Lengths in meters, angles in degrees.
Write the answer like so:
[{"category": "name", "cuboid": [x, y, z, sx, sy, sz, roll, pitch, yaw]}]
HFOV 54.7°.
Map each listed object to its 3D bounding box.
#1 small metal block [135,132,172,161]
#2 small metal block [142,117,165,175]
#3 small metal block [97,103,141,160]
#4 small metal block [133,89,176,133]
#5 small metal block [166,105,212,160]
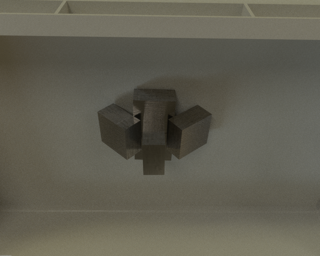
[{"category": "small metal block", "cuboid": [-0.009, 0.017, 0.421, 0.050, 0.025, 0.050, 2, 130, -2]}, {"category": "small metal block", "cuboid": [-0.007, 0.021, 0.375, 0.025, 0.050, 0.050, 0, 130, -1]}, {"category": "small metal block", "cuboid": [-0.051, 0.004, 0.392, 0.050, 0.025, 0.050, 32, 139, 31]}, {"category": "small metal block", "cuboid": [-0.008, -0.021, 0.388, 0.050, 0.025, 0.050, 1, 130, -2]}, {"category": "small metal block", "cuboid": [0.036, 0.005, 0.396, 0.050, 0.025, 0.050, -27, 139, -30]}]
